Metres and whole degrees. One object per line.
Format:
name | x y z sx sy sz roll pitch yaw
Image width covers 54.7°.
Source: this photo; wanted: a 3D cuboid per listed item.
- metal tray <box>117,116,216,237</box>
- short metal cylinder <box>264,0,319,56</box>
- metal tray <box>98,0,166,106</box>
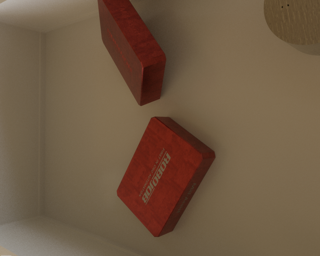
metal tray | 0.003 0.061 0.400 0.090 0.030 0.129 39 114 32
short metal cylinder | 0.141 -0.109 0.274 0.080 0.050 0.079 0 90 39
metal tray | -0.039 -0.104 0.401 0.130 0.030 0.090 60 162 22
